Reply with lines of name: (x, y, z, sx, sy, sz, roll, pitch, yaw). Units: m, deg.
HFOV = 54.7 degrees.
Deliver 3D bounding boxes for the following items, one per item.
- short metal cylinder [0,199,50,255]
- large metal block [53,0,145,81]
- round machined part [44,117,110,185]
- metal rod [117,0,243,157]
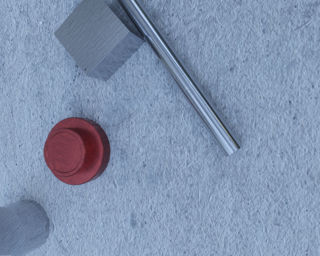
short metal cylinder: (-0.218, 0.154, 0.470, 0.080, 0.050, 0.079, 0, 90, 19)
large metal block: (-0.082, -0.123, 0.423, 0.080, 0.050, 0.080, -43, 77, 15)
round machined part: (-0.125, 0.033, 0.442, 0.098, 0.042, 0.097, 0, 90, 19)
metal rod: (0.010, -0.094, 0.404, 0.025, 0.025, 0.299, -37, 79, 16)
